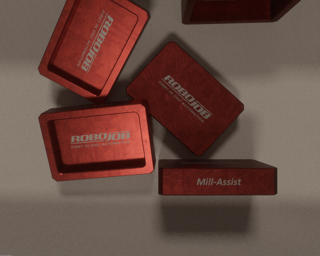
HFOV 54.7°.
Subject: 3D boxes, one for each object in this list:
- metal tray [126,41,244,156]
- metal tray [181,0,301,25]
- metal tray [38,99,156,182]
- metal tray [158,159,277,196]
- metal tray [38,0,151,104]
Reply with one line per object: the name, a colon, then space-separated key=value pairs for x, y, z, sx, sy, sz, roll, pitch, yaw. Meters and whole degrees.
metal tray: x=0.032 y=-0.038 z=0.409 sx=0.130 sy=0.030 sz=0.090 roll=42 pitch=90 yaw=-1
metal tray: x=0.095 y=-0.158 z=0.380 sx=0.131 sy=0.090 sz=0.030 roll=-2 pitch=90 yaw=-1
metal tray: x=-0.076 y=0.016 z=0.390 sx=0.131 sy=0.030 sz=0.089 roll=-6 pitch=106 yaw=5
metal tray: x=0.063 y=0.058 z=0.379 sx=0.131 sy=0.090 sz=0.030 roll=0 pitch=90 yaw=-1
metal tray: x=-0.081 y=-0.105 z=0.380 sx=0.090 sy=0.030 sz=0.129 roll=29 pitch=110 yaw=-8
